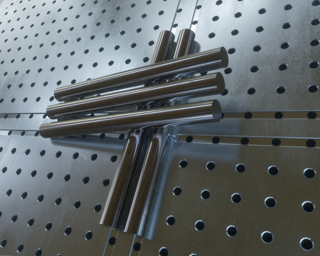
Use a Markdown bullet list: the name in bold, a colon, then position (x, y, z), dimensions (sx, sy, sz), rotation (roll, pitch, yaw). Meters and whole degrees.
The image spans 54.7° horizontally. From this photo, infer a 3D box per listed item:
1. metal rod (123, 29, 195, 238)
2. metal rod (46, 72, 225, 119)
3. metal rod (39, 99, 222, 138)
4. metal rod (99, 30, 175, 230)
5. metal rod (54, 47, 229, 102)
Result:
- **metal rod**: position (0.006, -0.011, 0.411), dimensions (0.025, 0.025, 0.300), rotation (1, 62, 28)
- **metal rod**: position (-0.055, -0.039, 0.433), dimensions (0.300, 0.025, 0.025), rotation (-6, 59, 34)
- **metal rod**: position (-0.062, -0.007, 0.416), dimensions (0.300, 0.025, 0.025), rotation (-5, 59, 35)
- **metal rod**: position (-0.024, -0.014, 0.428), dimensions (0.025, 0.025, 0.300), rotation (1, 62, 28)
- **metal rod**: position (-0.048, -0.070, 0.448), dimensions (0.300, 0.025, 0.025), rotation (-6, 59, 34)
